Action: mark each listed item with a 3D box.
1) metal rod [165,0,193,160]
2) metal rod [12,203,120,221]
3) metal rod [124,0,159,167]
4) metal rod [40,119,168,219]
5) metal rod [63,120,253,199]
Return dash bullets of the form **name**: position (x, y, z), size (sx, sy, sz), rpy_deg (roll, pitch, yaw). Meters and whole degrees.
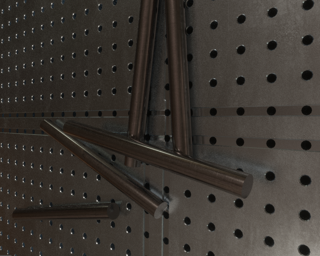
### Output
- **metal rod**: position (0.022, -0.093, 0.389), size (0.025, 0.025, 0.298), rpy_deg (-5, 87, 39)
- **metal rod**: position (-0.184, 0.153, 0.557), size (0.300, 0.025, 0.025), rpy_deg (-14, 81, 38)
- **metal rod**: position (-0.022, -0.095, 0.425), size (0.025, 0.025, 0.298), rpy_deg (10, 97, 39)
- **metal rod**: position (-0.106, 0.051, 0.494), size (0.300, 0.025, 0.025), rpy_deg (28, 107, 36)
- **metal rod**: position (-0.028, 0.028, 0.396), size (0.300, 0.025, 0.025), rpy_deg (14, 99, 38)
